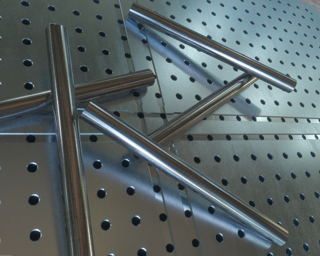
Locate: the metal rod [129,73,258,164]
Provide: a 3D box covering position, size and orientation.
[{"bbox_3d":[0.070,-0.032,0.467,0.302,0.025,0.025,-33,81,-38],"label":"metal rod"}]

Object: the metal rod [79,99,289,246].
[{"bbox_3d":[0.040,0.062,0.371,0.301,0.025,0.025,35,51,-15],"label":"metal rod"}]

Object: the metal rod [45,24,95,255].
[{"bbox_3d":[-0.094,0.024,0.321,0.025,0.025,0.299,-1,69,-29],"label":"metal rod"}]

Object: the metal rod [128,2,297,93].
[{"bbox_3d":[0.090,-0.132,0.517,0.301,0.025,0.025,24,53,-6],"label":"metal rod"}]

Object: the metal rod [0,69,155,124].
[{"bbox_3d":[-0.130,-0.031,0.357,0.302,0.025,0.025,-20,73,-36],"label":"metal rod"}]
